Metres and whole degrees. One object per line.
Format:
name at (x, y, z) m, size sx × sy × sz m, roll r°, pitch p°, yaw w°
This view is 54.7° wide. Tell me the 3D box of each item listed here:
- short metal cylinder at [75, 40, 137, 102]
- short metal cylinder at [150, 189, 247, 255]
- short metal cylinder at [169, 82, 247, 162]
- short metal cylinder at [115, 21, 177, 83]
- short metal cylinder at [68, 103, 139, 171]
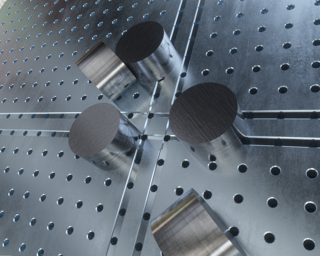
short metal cylinder at (-0.081, -0.085, 0.468) m, size 0.050 × 0.080 × 0.080 m, roll -43°, pitch 51°, yaw -1°
short metal cylinder at (0.036, 0.104, 0.290) m, size 0.050 × 0.080 × 0.080 m, roll -40°, pitch 51°, yaw 2°
short metal cylinder at (0.057, -0.007, 0.366) m, size 0.080 × 0.050 × 0.080 m, roll -13°, pitch 56°, yaw 21°
short metal cylinder at (-0.020, -0.115, 0.474) m, size 0.080 × 0.050 × 0.080 m, roll -13°, pitch 56°, yaw 21°
short metal cylinder at (-0.077, 0.012, 0.425) m, size 0.080 × 0.050 × 0.080 m, roll -13°, pitch 56°, yaw 21°
